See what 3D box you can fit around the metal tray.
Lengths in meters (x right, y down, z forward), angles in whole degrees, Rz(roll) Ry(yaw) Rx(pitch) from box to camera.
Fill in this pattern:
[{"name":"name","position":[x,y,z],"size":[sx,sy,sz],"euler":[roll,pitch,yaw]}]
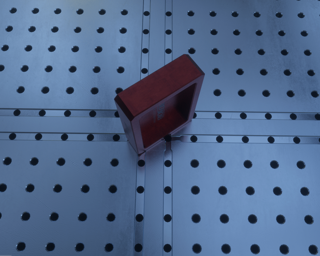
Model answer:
[{"name":"metal tray","position":[0.000,-0.021,0.363],"size":[0.090,0.130,0.030],"euler":[-33,74,-12]}]
